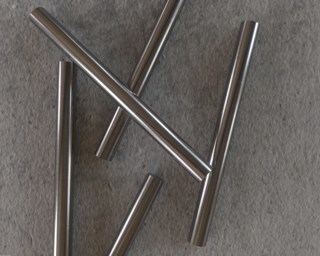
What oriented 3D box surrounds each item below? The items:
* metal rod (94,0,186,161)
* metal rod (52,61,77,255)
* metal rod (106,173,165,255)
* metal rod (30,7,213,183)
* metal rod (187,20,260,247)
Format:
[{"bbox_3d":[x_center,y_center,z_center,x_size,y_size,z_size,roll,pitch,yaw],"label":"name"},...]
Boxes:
[{"bbox_3d":[-0.012,-0.097,0.409,0.025,0.025,0.299,25,90,-1],"label":"metal rod"},{"bbox_3d":[-0.126,0.064,0.408,0.025,0.025,0.298,2,90,-1],"label":"metal rod"},{"bbox_3d":[-0.072,0.198,0.409,0.025,0.025,0.299,27,90,-1],"label":"metal rod"},{"bbox_3d":[-0.054,-0.047,0.385,0.300,0.025,0.025,44,90,9],"label":"metal rod"},{"bbox_3d":[0.084,0.007,0.411,0.025,0.025,0.298,14,90,-1],"label":"metal rod"}]
